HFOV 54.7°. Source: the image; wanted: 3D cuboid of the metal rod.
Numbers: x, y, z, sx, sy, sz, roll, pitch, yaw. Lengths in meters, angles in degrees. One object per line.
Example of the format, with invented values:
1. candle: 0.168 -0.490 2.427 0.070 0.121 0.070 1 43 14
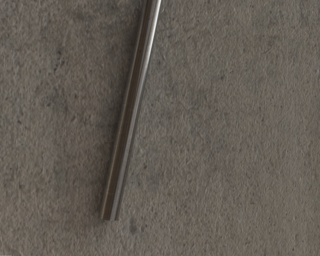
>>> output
1. metal rod: -0.036 -0.034 0.396 0.025 0.025 0.298 13 86 -20
